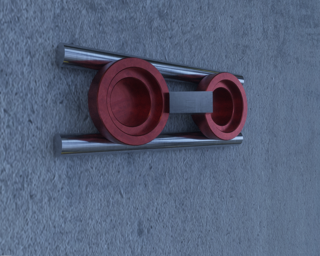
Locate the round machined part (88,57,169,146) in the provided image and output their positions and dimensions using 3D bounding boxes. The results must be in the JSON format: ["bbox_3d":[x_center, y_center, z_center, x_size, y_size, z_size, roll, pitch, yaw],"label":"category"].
[{"bbox_3d":[-0.038,-0.029,0.357,0.099,0.042,0.097,0,90,-40],"label":"round machined part"}]

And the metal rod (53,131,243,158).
[{"bbox_3d":[0.011,0.017,0.414,0.302,0.025,0.025,0,90,-40],"label":"metal rod"}]

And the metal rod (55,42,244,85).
[{"bbox_3d":[0.013,-0.076,0.416,0.302,0.025,0.025,0,90,-40],"label":"metal rod"}]

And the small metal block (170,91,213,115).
[{"bbox_3d":[0.038,-0.030,0.387,0.050,0.050,0.025,0,90,3],"label":"small metal block"}]

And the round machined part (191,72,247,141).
[{"bbox_3d":[0.083,-0.031,0.457,0.099,0.042,0.097,0,90,-40],"label":"round machined part"}]
